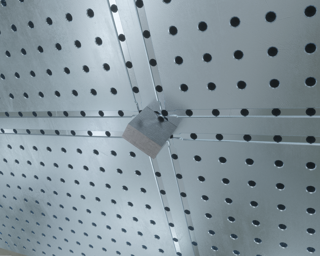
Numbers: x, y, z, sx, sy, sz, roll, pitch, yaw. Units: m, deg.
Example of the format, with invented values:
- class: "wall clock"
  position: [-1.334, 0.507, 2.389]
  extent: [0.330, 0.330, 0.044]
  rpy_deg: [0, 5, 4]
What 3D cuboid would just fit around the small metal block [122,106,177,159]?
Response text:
- class: "small metal block"
  position: [-0.013, 0.005, 0.403]
  extent: [0.050, 0.050, 0.025]
  rpy_deg: [35, 129, 5]
